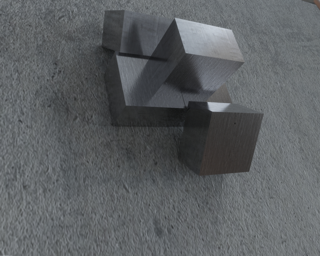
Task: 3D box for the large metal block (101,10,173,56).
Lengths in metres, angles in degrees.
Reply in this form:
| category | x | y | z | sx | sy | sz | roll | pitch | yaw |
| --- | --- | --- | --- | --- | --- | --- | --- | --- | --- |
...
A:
| category | x | y | z | sx | sy | sz | roll | pitch | yaw |
| --- | --- | --- | --- | --- | --- | --- | --- | --- | --- |
| large metal block | -0.028 | -0.129 | 0.428 | 0.081 | 0.050 | 0.080 | 0 | 18 | -28 |

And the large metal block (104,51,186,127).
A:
| category | x | y | z | sx | sy | sz | roll | pitch | yaw |
| --- | --- | --- | --- | --- | --- | --- | --- | --- | --- |
| large metal block | -0.022 | -0.049 | 0.406 | 0.081 | 0.050 | 0.080 | 1 | 62 | -28 |

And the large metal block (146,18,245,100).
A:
| category | x | y | z | sx | sy | sz | roll | pitch | yaw |
| --- | --- | --- | --- | --- | --- | --- | --- | --- | --- |
| large metal block | 0.040 | -0.080 | 0.378 | 0.081 | 0.080 | 0.050 | 1 | 61 | -28 |

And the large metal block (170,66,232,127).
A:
| category | x | y | z | sx | sy | sz | roll | pitch | yaw |
| --- | --- | --- | --- | --- | --- | --- | --- | --- | --- |
| large metal block | 0.049 | -0.048 | 0.445 | 0.081 | 0.050 | 0.080 | 1 | 62 | -28 |

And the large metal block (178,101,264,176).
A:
| category | x | y | z | sx | sy | sz | roll | pitch | yaw |
| --- | --- | --- | --- | --- | --- | --- | --- | --- | --- |
| large metal block | 0.077 | 0.012 | 0.398 | 0.081 | 0.079 | 0.050 | 1 | 18 | -29 |
